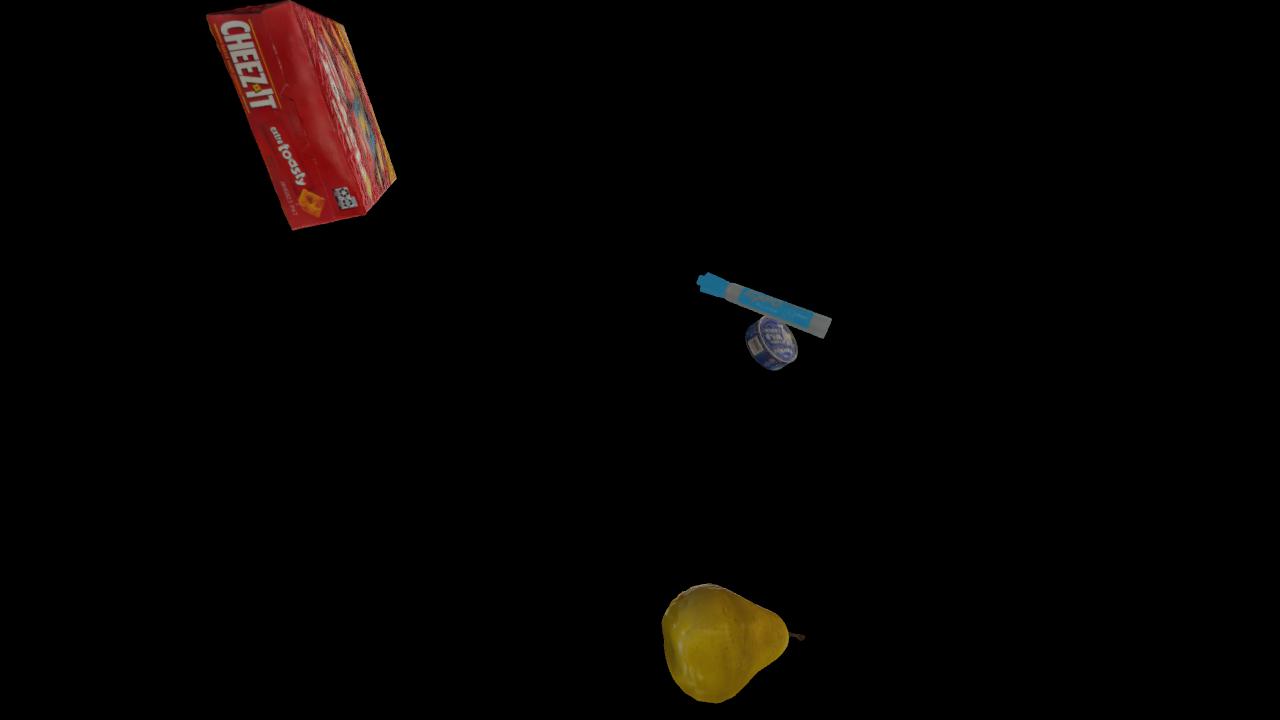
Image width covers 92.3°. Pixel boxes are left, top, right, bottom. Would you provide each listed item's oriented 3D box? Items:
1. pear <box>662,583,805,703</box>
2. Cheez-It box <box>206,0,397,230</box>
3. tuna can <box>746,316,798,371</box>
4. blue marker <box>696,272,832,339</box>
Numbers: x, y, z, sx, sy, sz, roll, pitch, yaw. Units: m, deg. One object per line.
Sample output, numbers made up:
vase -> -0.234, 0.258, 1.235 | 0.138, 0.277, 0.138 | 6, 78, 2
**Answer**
pear -> 0.074, 0.203, 0.456 | 0.111, 0.080, 0.080 | -7, 2, -14
Cheez-It box -> -0.301, -0.230, 0.581 | 0.071, 0.166, 0.223 | -15, 27, -9
tuna can -> 0.205, -0.026, 0.958 | 0.084, 0.084, 0.034 | 0, -28, -40
blue marker -> 0.106, -0.049, 0.536 | 0.121, 0.020, 0.020 | 23, 7, 16
